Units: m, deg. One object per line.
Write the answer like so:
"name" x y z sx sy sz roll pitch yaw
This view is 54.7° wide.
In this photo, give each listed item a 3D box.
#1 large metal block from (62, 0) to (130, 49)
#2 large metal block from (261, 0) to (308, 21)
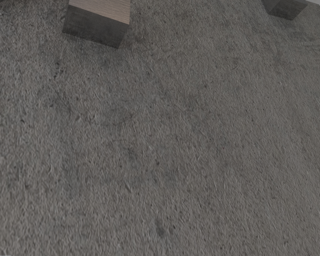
"large metal block" -0.089 -0.170 0.443 0.081 0.050 0.080 12 57 -22
"large metal block" 0.286 -0.308 0.729 0.081 0.050 0.080 2 61 -27
